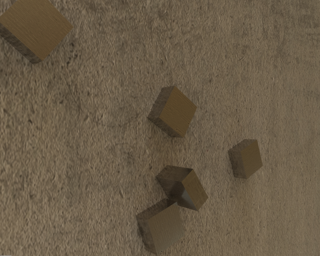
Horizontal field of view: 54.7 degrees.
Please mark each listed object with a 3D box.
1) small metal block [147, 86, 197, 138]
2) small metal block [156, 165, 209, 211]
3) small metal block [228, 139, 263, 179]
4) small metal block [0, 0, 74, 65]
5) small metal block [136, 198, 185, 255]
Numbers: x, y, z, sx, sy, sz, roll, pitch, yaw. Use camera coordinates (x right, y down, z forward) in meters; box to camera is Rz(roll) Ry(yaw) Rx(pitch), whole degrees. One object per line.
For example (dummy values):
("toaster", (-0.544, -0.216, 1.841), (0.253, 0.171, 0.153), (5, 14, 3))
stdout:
("small metal block", (0.017, -0.021, 0.419), (0.050, 0.025, 0.050), (40, 66, -33))
("small metal block", (0.029, 0.079, 0.413), (0.025, 0.050, 0.050), (-43, 116, -32))
("small metal block", (0.146, 0.052, 0.527), (0.050, 0.025, 0.050), (-27, 107, -37))
("small metal block", (-0.123, -0.099, 0.301), (0.050, 0.025, 0.050), (46, 63, -30))
("small metal block", (0.001, 0.128, 0.406), (0.050, 0.025, 0.050), (-22, 104, -38))
